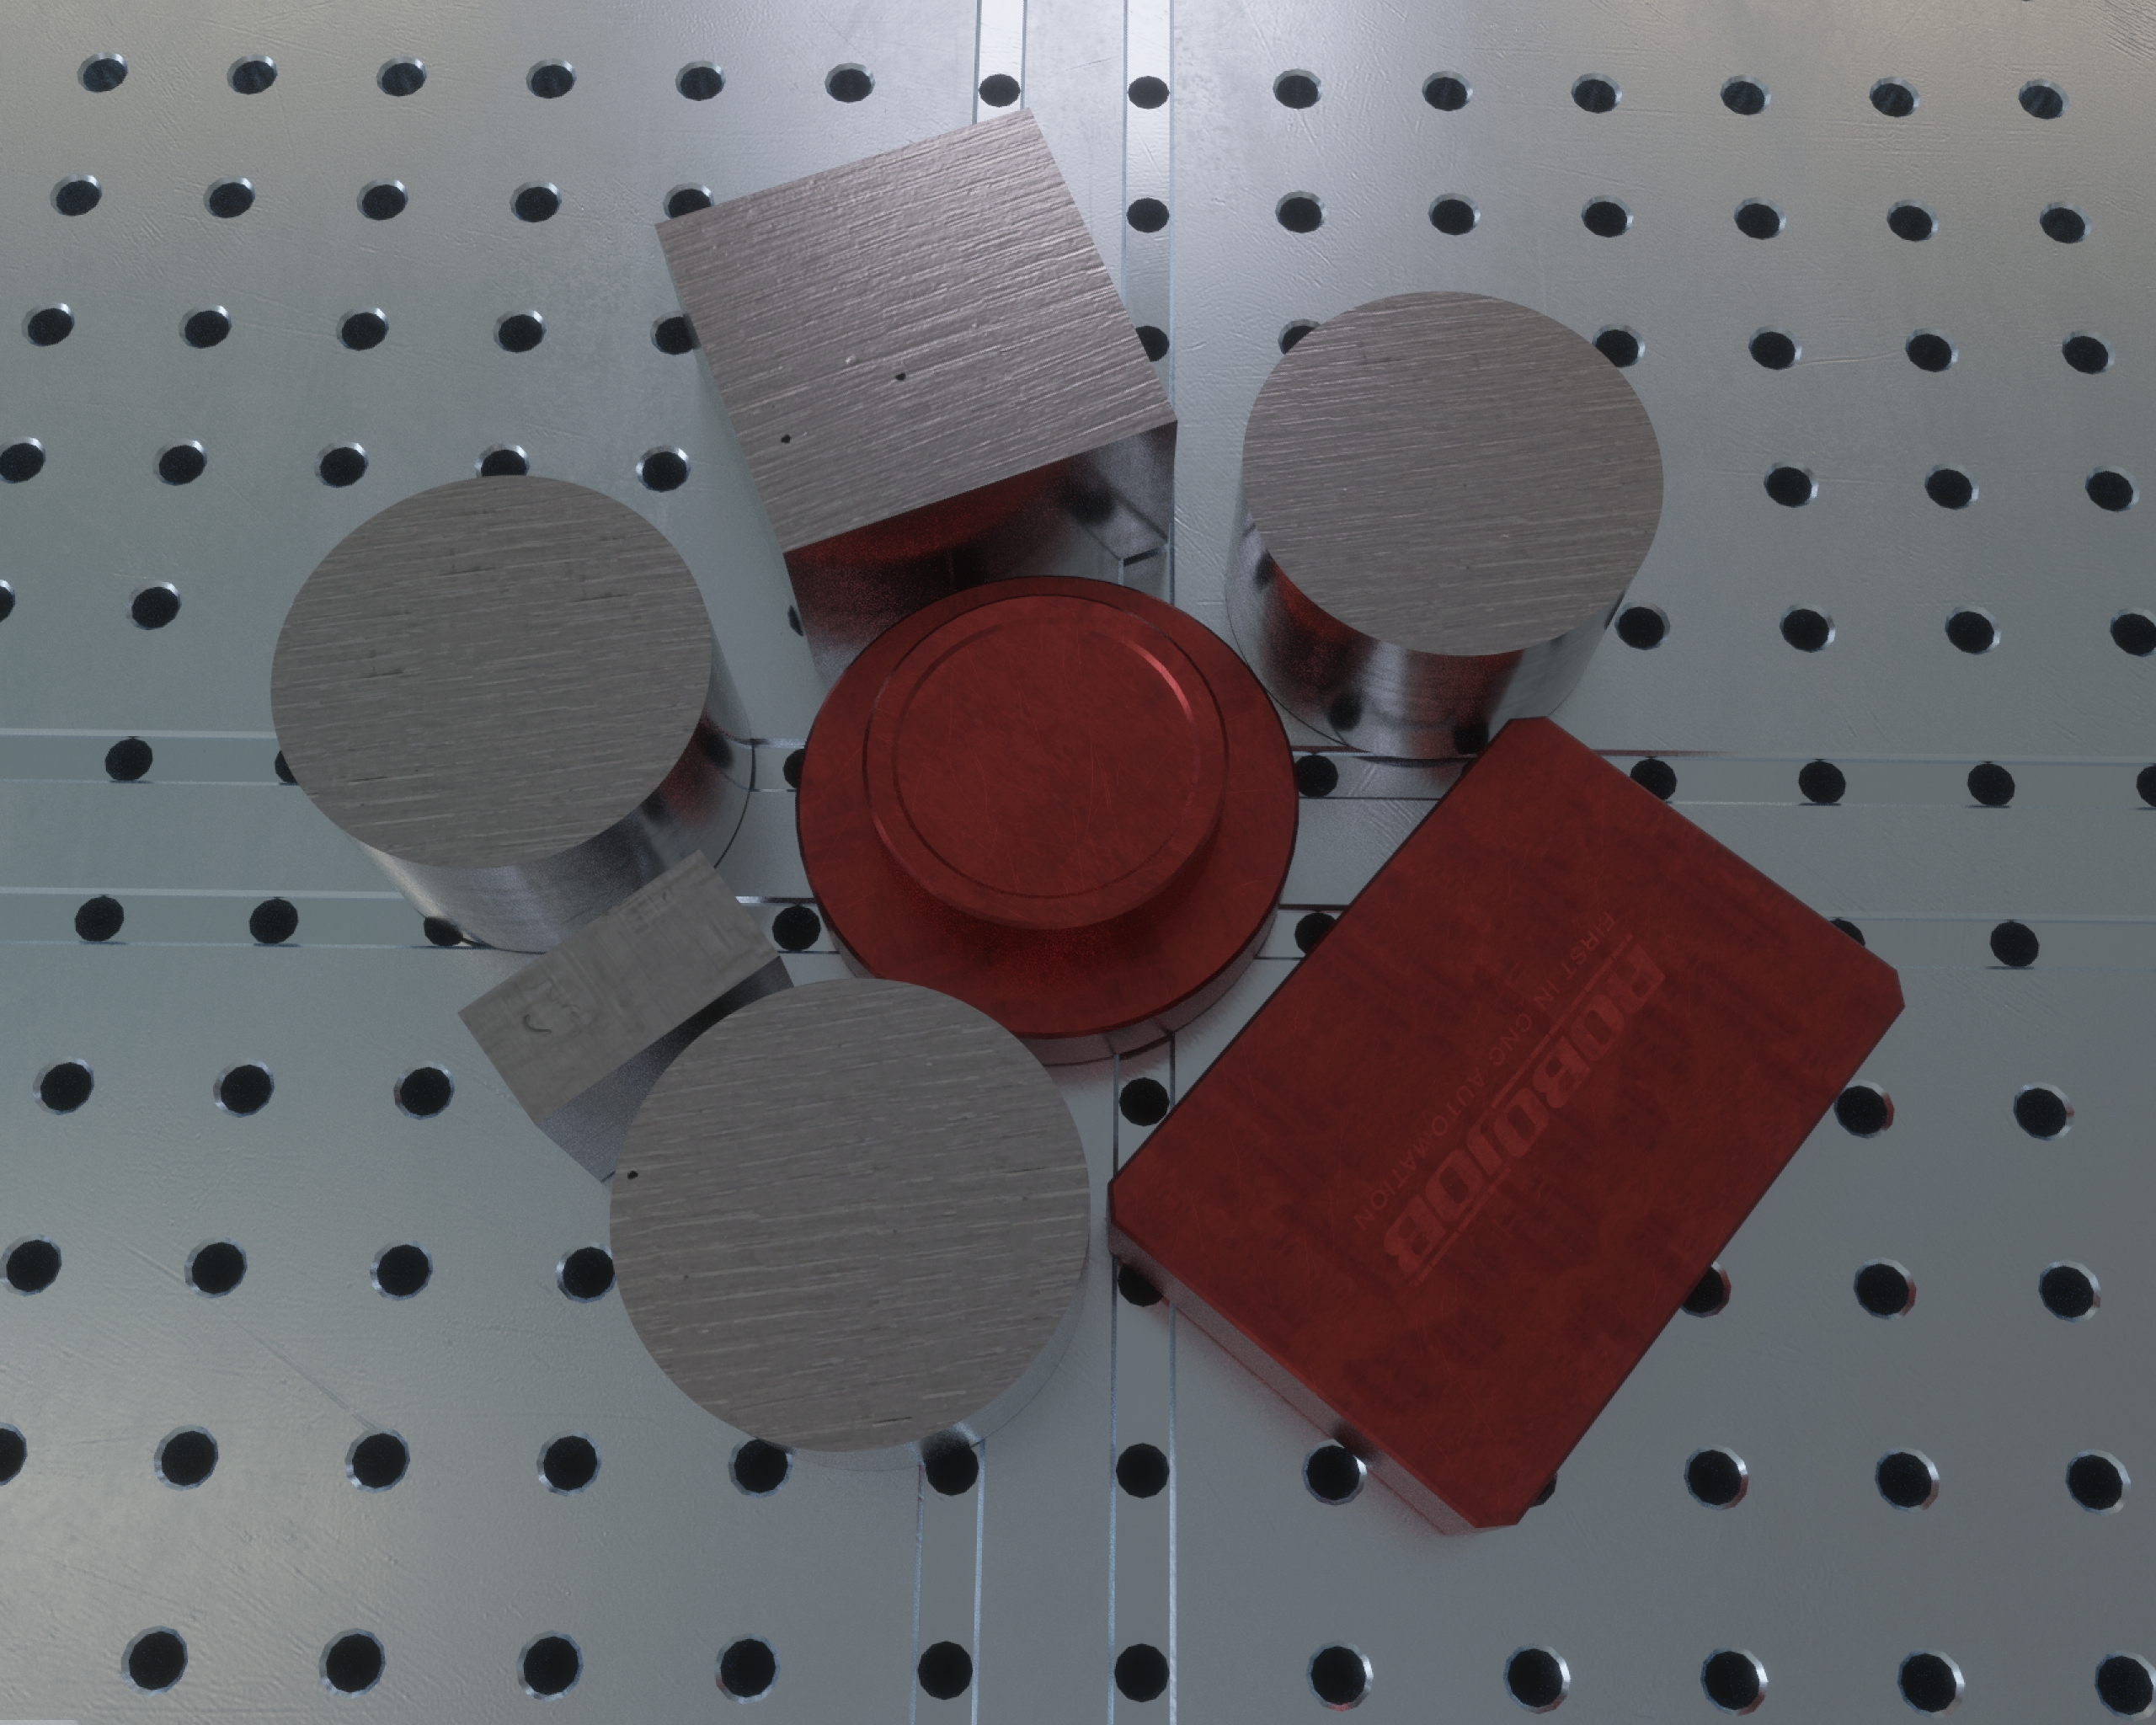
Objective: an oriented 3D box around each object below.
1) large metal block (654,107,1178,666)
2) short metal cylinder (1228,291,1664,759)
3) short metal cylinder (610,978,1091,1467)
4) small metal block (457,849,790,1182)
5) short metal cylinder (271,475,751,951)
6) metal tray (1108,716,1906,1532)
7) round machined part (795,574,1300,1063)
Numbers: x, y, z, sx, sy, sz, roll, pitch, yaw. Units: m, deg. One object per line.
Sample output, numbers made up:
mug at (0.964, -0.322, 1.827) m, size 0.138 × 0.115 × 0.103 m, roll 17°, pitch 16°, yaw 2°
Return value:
large metal block at (-0.033, -0.098, 0.434) m, size 0.080 × 0.050 × 0.080 m, roll -20°, pitch 71°, yaw -7°
short metal cylinder at (0.072, -0.067, 0.423) m, size 0.081 × 0.050 × 0.080 m, roll 0°, pitch 70°, yaw 0°
short metal cylinder at (-0.038, 0.066, 0.373) m, size 0.081 × 0.050 × 0.080 m, roll 0°, pitch 70°, yaw 0°
small metal block at (-0.080, 0.029, 0.386) m, size 0.050 × 0.050 × 0.025 m, roll -36°, pitch 74°, yaw -12°
short metal cylinder at (-0.108, -0.028, 0.407) m, size 0.081 × 0.050 × 0.080 m, roll 0°, pitch 70°, yaw 0°
metal tray at (0.079, 0.047, 0.391) m, size 0.090 × 0.030 × 0.130 m, roll 39°, pitch 74°, yaw 13°
round machined part at (-0.006, -0.013, 0.407) m, size 0.099 × 0.042 × 0.098 m, roll 0°, pitch 70°, yaw 0°
